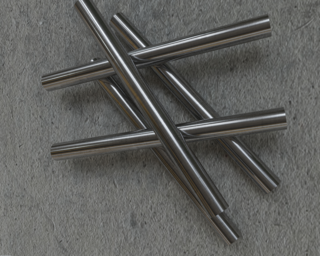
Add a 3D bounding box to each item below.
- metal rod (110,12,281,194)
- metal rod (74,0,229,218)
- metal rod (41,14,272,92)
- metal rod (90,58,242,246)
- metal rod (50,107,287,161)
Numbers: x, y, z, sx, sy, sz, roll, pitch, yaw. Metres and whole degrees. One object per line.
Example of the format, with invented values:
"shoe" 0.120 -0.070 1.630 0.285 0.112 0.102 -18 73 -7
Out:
"metal rod" 0.036 -0.040 0.396 0.025 0.025 0.300 -44 77 14
"metal rod" -0.016 -0.033 0.362 0.025 0.025 0.299 -36 79 16
"metal rod" -0.019 -0.089 0.390 0.301 0.025 0.025 -10 87 19
"metal rod" -0.002 0.022 0.409 0.025 0.025 0.300 -42 77 15
"metal rod" -0.004 0.011 0.385 0.301 0.025 0.025 -9 87 19
